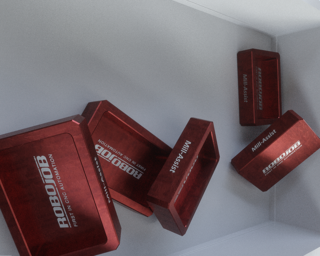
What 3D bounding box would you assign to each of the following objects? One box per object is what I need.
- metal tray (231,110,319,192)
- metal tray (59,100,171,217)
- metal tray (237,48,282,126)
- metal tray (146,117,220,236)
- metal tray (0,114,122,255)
[{"bbox_3d":[0.195,0.042,0.518,0.130,0.030,0.090,-44,125,14],"label":"metal tray"},{"bbox_3d":[-0.045,0.038,0.365,0.130,0.030,0.090,38,67,-34],"label":"metal tray"},{"bbox_3d":[0.179,-0.070,0.552,0.091,0.030,0.129,-5,93,-40],"label":"metal tray"},{"bbox_3d":[0.036,0.062,0.404,0.130,0.030,0.090,-58,147,-29],"label":"metal tray"},{"bbox_3d":[-0.098,0.061,0.289,0.091,0.030,0.129,-15,103,-1],"label":"metal tray"}]
